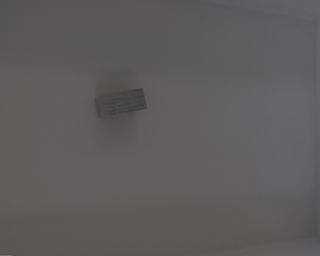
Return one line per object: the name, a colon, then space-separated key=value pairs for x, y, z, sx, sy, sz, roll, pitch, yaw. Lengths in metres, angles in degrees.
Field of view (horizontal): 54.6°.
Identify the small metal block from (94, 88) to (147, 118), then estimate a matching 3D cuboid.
small metal block: x=-0.049 y=-0.030 z=0.379 sx=0.050 sy=0.050 sz=0.025 roll=-12 pitch=95 yaw=-20
